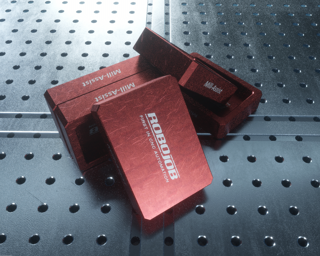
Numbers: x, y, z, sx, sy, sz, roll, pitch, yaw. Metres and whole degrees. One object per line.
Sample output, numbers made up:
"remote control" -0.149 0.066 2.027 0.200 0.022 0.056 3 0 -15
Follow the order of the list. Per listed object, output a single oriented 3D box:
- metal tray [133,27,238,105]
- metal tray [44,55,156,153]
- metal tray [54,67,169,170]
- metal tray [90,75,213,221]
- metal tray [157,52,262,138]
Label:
"metal tray" 0.037 -0.076 0.398 0.090 0.030 0.131 43 17 29
"metal tray" -0.066 -0.029 0.388 0.131 0.089 0.030 -26 55 -21
"metal tray" -0.049 -0.011 0.372 0.131 0.089 0.030 -26 55 -21
"metal tray" -0.006 0.019 0.331 0.091 0.129 0.030 -26 13 -20
"metal tray" 0.066 -0.052 0.447 0.091 0.030 0.130 -36 59 -27
